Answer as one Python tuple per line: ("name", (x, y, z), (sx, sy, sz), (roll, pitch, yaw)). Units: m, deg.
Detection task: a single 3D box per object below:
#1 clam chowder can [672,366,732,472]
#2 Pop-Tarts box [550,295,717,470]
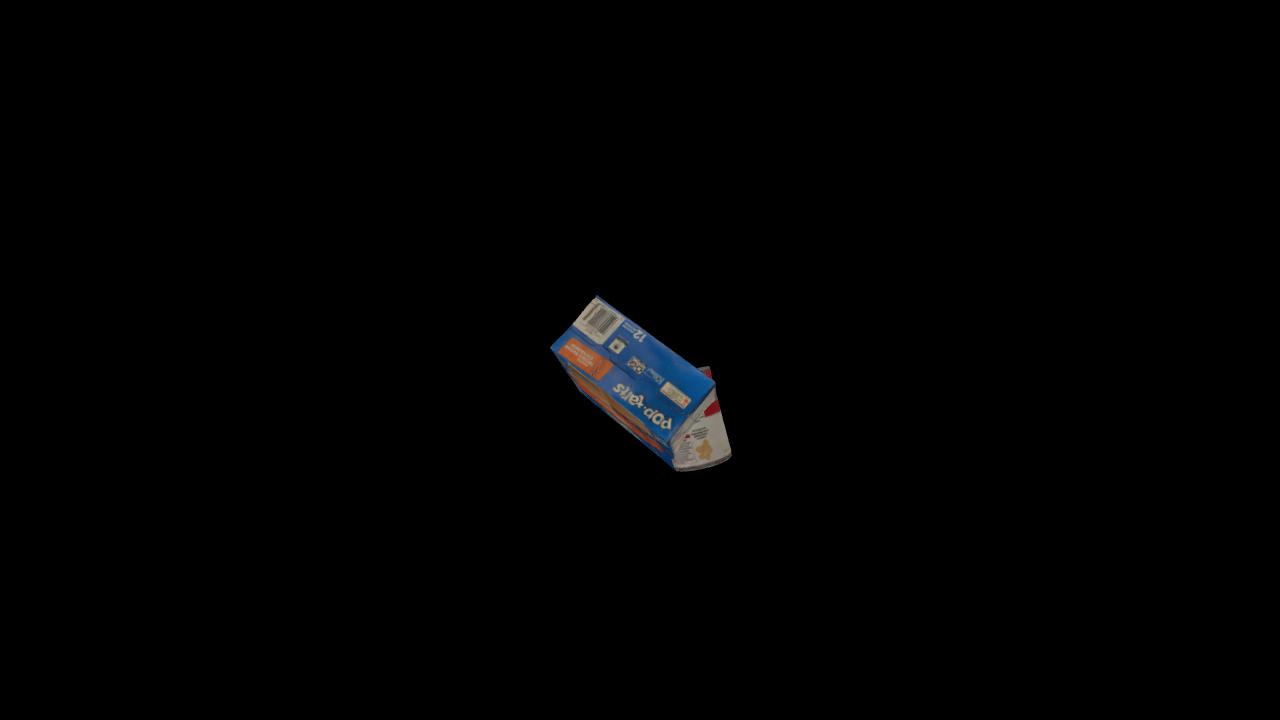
("clam chowder can", (0.056, 0.064, 0.673), (0.068, 0.102, 0.068), (-14, 0, 0))
("Pop-Tarts box", (-0.001, 0.031, 0.695), (0.167, 0.083, 0.141), (38, -12, 20))
